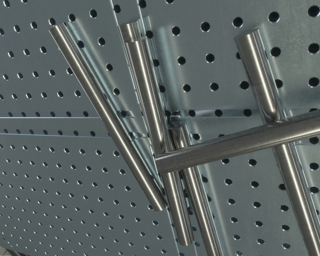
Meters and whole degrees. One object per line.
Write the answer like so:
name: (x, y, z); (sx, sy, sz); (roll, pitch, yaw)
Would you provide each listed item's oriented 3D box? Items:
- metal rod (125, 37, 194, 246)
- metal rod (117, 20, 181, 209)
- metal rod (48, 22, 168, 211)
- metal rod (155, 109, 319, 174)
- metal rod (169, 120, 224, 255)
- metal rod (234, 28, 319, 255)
metal rod: (0.007, 0.035, 0.402); (0.025, 0.025, 0.298); (0, 118, 28)
metal rod: (-0.002, 0.010, 0.418); (0.025, 0.025, 0.299); (-1, 118, 28)
metal rod: (-0.066, -0.004, 0.443); (0.025, 0.025, 0.299); (-16, 110, 34)
metal rod: (0.131, 0.002, 0.313); (0.300, 0.025, 0.025); (-18, 109, 25)
metal rod: (0.064, 0.126, 0.455); (0.025, 0.025, 0.299); (-4, 117, 30)
metal rod: (0.146, 0.034, 0.355); (0.025, 0.025, 0.299); (-12, 112, 33)
